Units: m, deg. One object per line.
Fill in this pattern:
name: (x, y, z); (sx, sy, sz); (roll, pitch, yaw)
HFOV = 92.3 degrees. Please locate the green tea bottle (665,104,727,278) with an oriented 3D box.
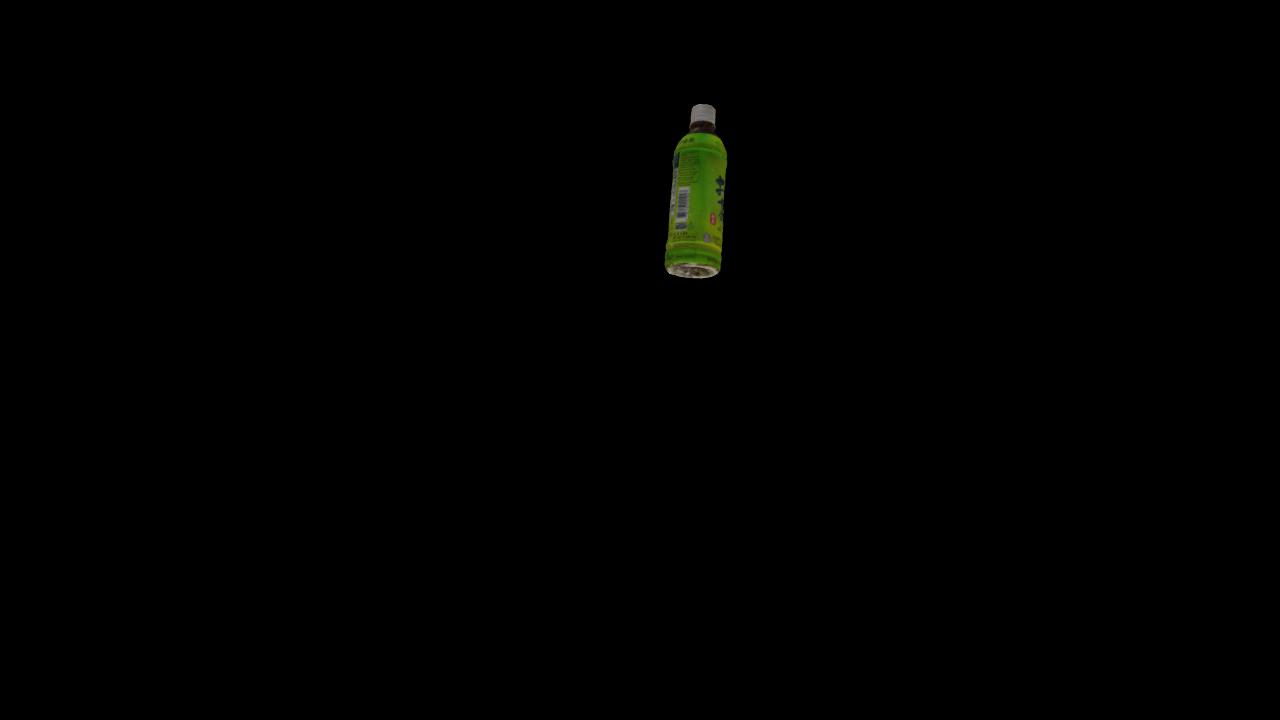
green tea bottle: (0.071, -0.211, 0.762); (0.073, 0.212, 0.073); (4, -4, 0)
